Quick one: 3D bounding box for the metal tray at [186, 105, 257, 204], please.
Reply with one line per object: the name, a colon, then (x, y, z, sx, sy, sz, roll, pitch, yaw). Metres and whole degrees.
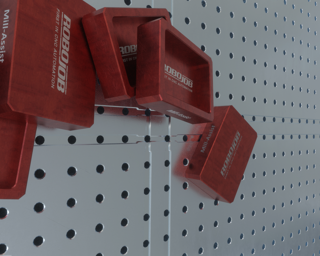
metal tray: (0.101, 0.040, 0.489, 0.090, 0.030, 0.130, 40, 66, -33)

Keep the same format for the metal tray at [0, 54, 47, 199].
metal tray: (-0.159, -0.006, 0.272, 0.091, 0.030, 0.129, 12, 82, -39)

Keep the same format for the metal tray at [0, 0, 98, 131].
metal tray: (-0.102, -0.069, 0.290, 0.090, 0.030, 0.129, 17, 70, -55)

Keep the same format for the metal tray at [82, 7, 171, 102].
metal tray: (-0.023, -0.089, 0.359, 0.131, 0.030, 0.090, -32, 111, -55)

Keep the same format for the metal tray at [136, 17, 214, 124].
metal tray: (0.023, -0.060, 0.369, 0.131, 0.030, 0.090, 16, 71, -55)
